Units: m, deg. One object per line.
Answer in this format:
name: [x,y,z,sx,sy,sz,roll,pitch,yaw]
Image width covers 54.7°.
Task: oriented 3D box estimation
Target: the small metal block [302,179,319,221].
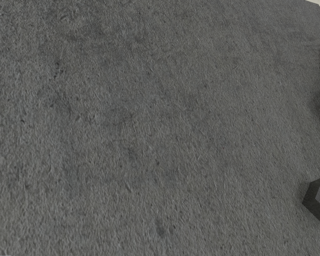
small metal block: [0.250,0.112,0.470,0.050,0.025,0.050,45,51,3]
